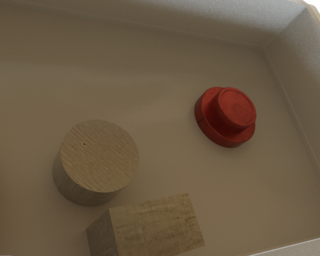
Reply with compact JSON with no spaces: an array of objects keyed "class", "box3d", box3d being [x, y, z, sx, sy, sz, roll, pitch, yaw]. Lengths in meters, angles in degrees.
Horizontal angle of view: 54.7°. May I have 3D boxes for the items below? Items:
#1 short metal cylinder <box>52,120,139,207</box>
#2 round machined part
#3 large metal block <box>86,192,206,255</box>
[{"class":"short metal cylinder","box3d":[-0.069,0.038,0.330,0.081,0.050,0.080,14,56,-21]},{"class":"round machined part","box3d":[0.105,-0.023,0.467,0.099,0.042,0.098,14,56,-21]},{"class":"large metal block","box3d":[-0.018,0.105,0.298,0.081,0.080,0.050,-4,64,-30]}]
